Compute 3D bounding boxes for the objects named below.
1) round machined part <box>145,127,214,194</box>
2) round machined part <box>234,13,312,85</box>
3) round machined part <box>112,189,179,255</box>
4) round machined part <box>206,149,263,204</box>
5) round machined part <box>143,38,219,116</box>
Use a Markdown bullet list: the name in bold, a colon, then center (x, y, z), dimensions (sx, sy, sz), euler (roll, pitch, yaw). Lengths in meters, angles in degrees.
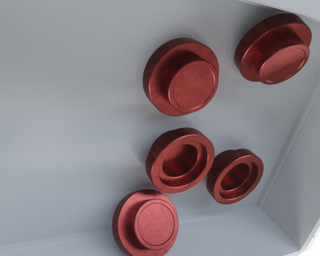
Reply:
- **round machined part**: center (0.024, 0.041, 0.438), dimensions (0.099, 0.042, 0.097), euler (-14, 125, -21)
- **round machined part**: center (0.151, -0.094, 0.402), dimensions (0.099, 0.042, 0.098), euler (-14, 146, -9)
- **round machined part**: center (-0.014, 0.136, 0.441), dimensions (0.099, 0.042, 0.098), euler (9, 71, -28)
- **round machined part**: center (0.118, 0.075, 0.511), dimensions (0.099, 0.042, 0.097), euler (-14, 125, -21)
- **round machined part**: center (0.032, -0.057, 0.381), dimensions (0.099, 0.042, 0.097), euler (-14, 125, -21)
